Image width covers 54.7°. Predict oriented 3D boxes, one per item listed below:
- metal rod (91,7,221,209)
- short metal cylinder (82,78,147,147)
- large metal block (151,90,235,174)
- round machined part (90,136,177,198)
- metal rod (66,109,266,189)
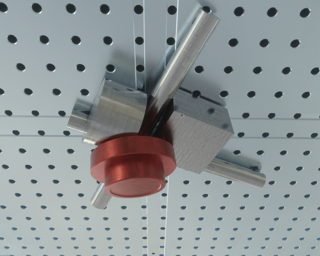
[{"bbox_3d":[-0.019,-0.004,0.383,0.025,0.025,0.298,22,119,-18],"label":"metal rod"},{"bbox_3d":[-0.054,-0.013,0.363,0.050,0.080,0.079,20,127,-16],"label":"short metal cylinder"},{"bbox_3d":[0.034,0.005,0.396,0.080,0.050,0.079,20,127,-17],"label":"large metal block"},{"bbox_3d":[-0.030,0.050,0.357,0.099,0.042,0.098,-6,151,-3],"label":"round machined part"},{"bbox_3d":[0.020,0.035,0.441,0.302,0.025,0.025,19,127,-16],"label":"metal rod"}]
